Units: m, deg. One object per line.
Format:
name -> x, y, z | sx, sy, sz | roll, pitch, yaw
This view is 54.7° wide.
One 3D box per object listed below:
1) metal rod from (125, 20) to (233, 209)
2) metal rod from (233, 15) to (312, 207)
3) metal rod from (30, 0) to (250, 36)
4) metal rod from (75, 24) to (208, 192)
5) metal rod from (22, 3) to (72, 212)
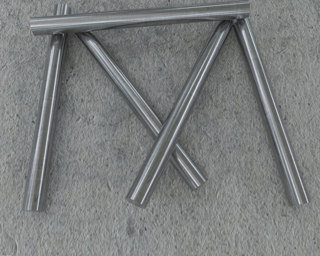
metal rod -> 0.036, -0.038, 0.402 | 0.025, 0.025, 0.300 | 24, 64, 8
metal rod -> 0.143, -0.046, 0.425 | 0.025, 0.025, 0.299 | -10, 70, -4
metal rod -> -0.025, -0.155, 0.436 | 0.302, 0.025, 0.025 | -6, 70, -2
metal rod -> -0.037, -0.043, 0.423 | 0.025, 0.025, 0.300 | -34, 74, -11
metal rod -> -0.150, -0.041, 0.421 | 0.025, 0.025, 0.299 | 1, 70, 0
